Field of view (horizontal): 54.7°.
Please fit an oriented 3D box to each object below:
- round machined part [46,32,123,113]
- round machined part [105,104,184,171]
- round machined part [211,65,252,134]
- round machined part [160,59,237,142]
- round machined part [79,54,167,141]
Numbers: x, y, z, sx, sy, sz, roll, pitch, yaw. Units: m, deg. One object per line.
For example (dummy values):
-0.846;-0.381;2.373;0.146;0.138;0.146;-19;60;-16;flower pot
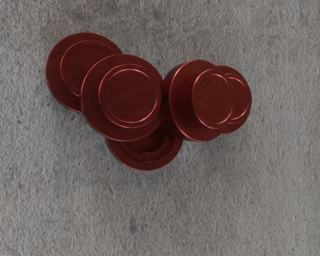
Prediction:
-0.084;-0.066;0.370;0.099;0.042;0.097;0;90;-21;round machined part
-0.022;0.003;0.394;0.099;0.042;0.097;0;90;-21;round machined part
0.088;-0.040;0.435;0.099;0.042;0.097;0;90;-21;round machined part
0.052;-0.032;0.366;0.099;0.042;0.097;1;88;-33;round machined part
-0.037;-0.034;0.343;0.099;0.042;0.097;0;90;-21;round machined part
